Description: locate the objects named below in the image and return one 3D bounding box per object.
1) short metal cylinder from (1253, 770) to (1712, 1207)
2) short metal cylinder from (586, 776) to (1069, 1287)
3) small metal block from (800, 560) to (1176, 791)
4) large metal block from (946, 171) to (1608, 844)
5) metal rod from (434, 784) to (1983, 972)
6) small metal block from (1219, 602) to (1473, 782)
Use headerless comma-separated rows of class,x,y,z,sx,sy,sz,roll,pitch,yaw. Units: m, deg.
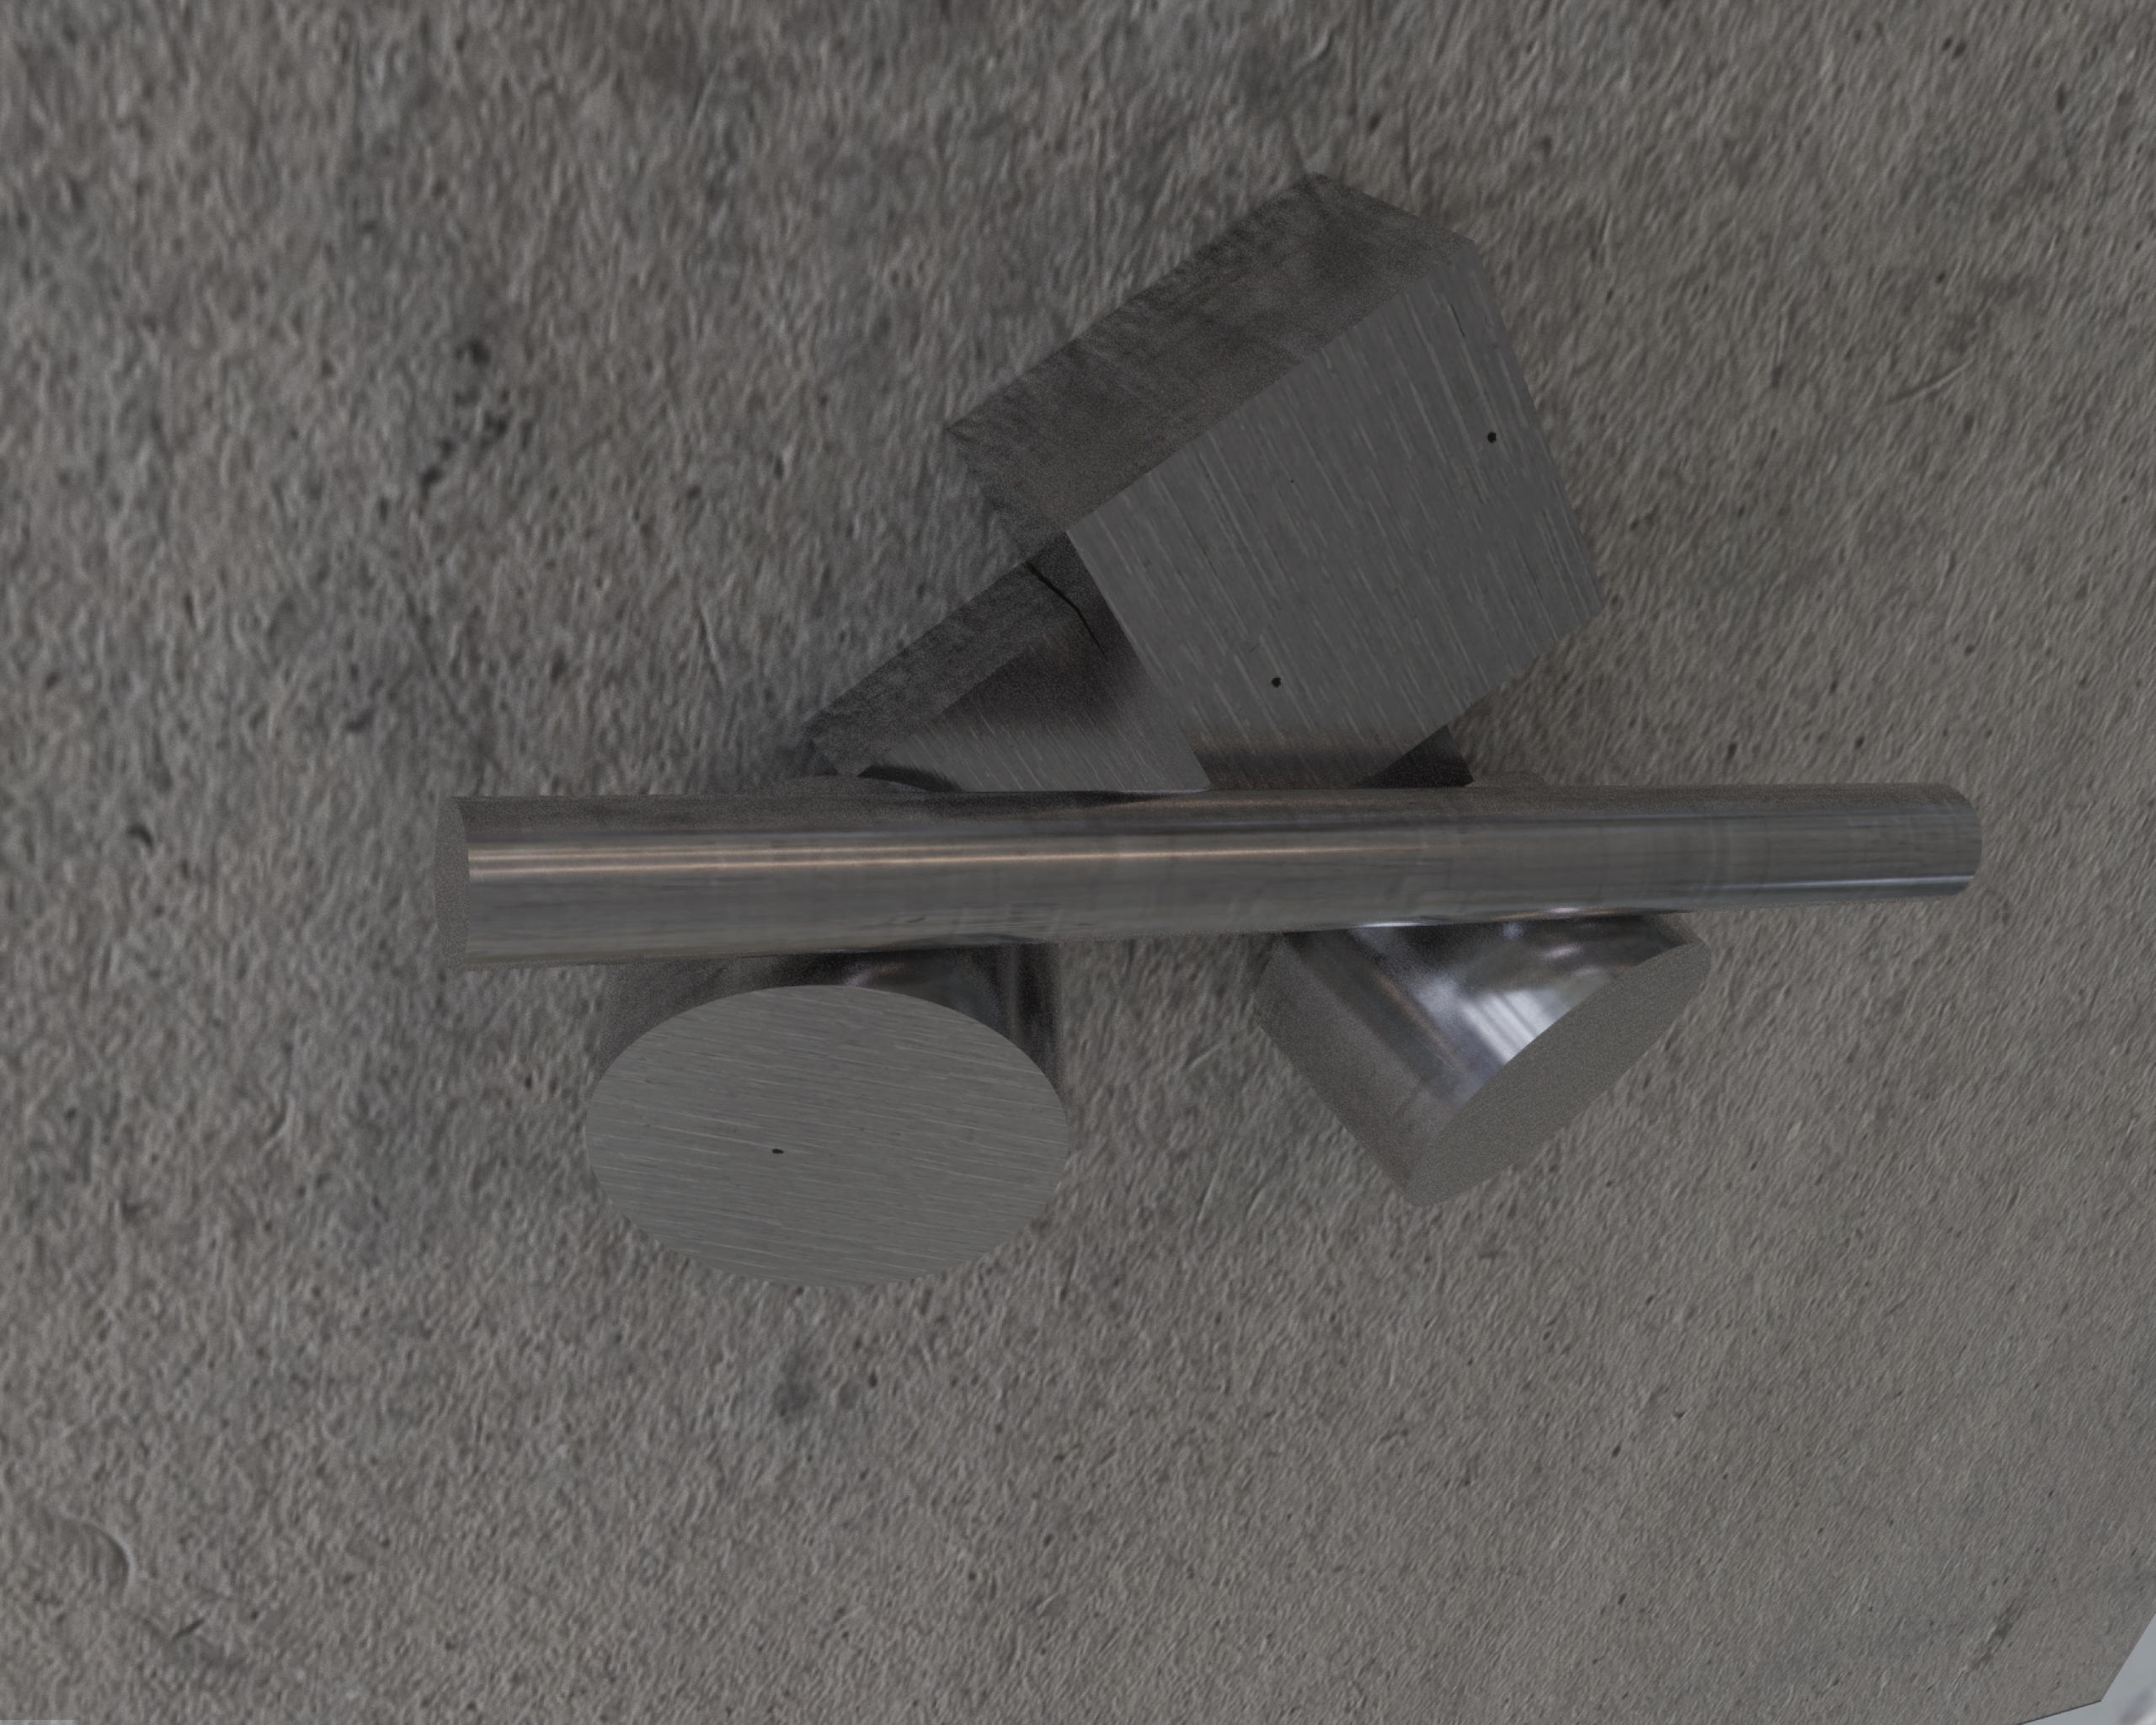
short metal cylinder,0.084,0.027,0.437,0.080,0.050,0.080,-31,154,-17
short metal cylinder,-0.043,0.031,0.369,0.081,0.050,0.079,-2,133,-2
small metal block,-0.015,-0.019,0.389,0.050,0.025,0.050,-38,129,-4
large metal block,0.037,-0.061,0.372,0.080,0.050,0.080,-36,129,-4
metal rod,0.045,-0.001,0.366,0.303,0.025,0.025,-2,119,-28
small metal block,0.049,-0.017,0.424,0.050,0.025,0.050,-37,129,-3
